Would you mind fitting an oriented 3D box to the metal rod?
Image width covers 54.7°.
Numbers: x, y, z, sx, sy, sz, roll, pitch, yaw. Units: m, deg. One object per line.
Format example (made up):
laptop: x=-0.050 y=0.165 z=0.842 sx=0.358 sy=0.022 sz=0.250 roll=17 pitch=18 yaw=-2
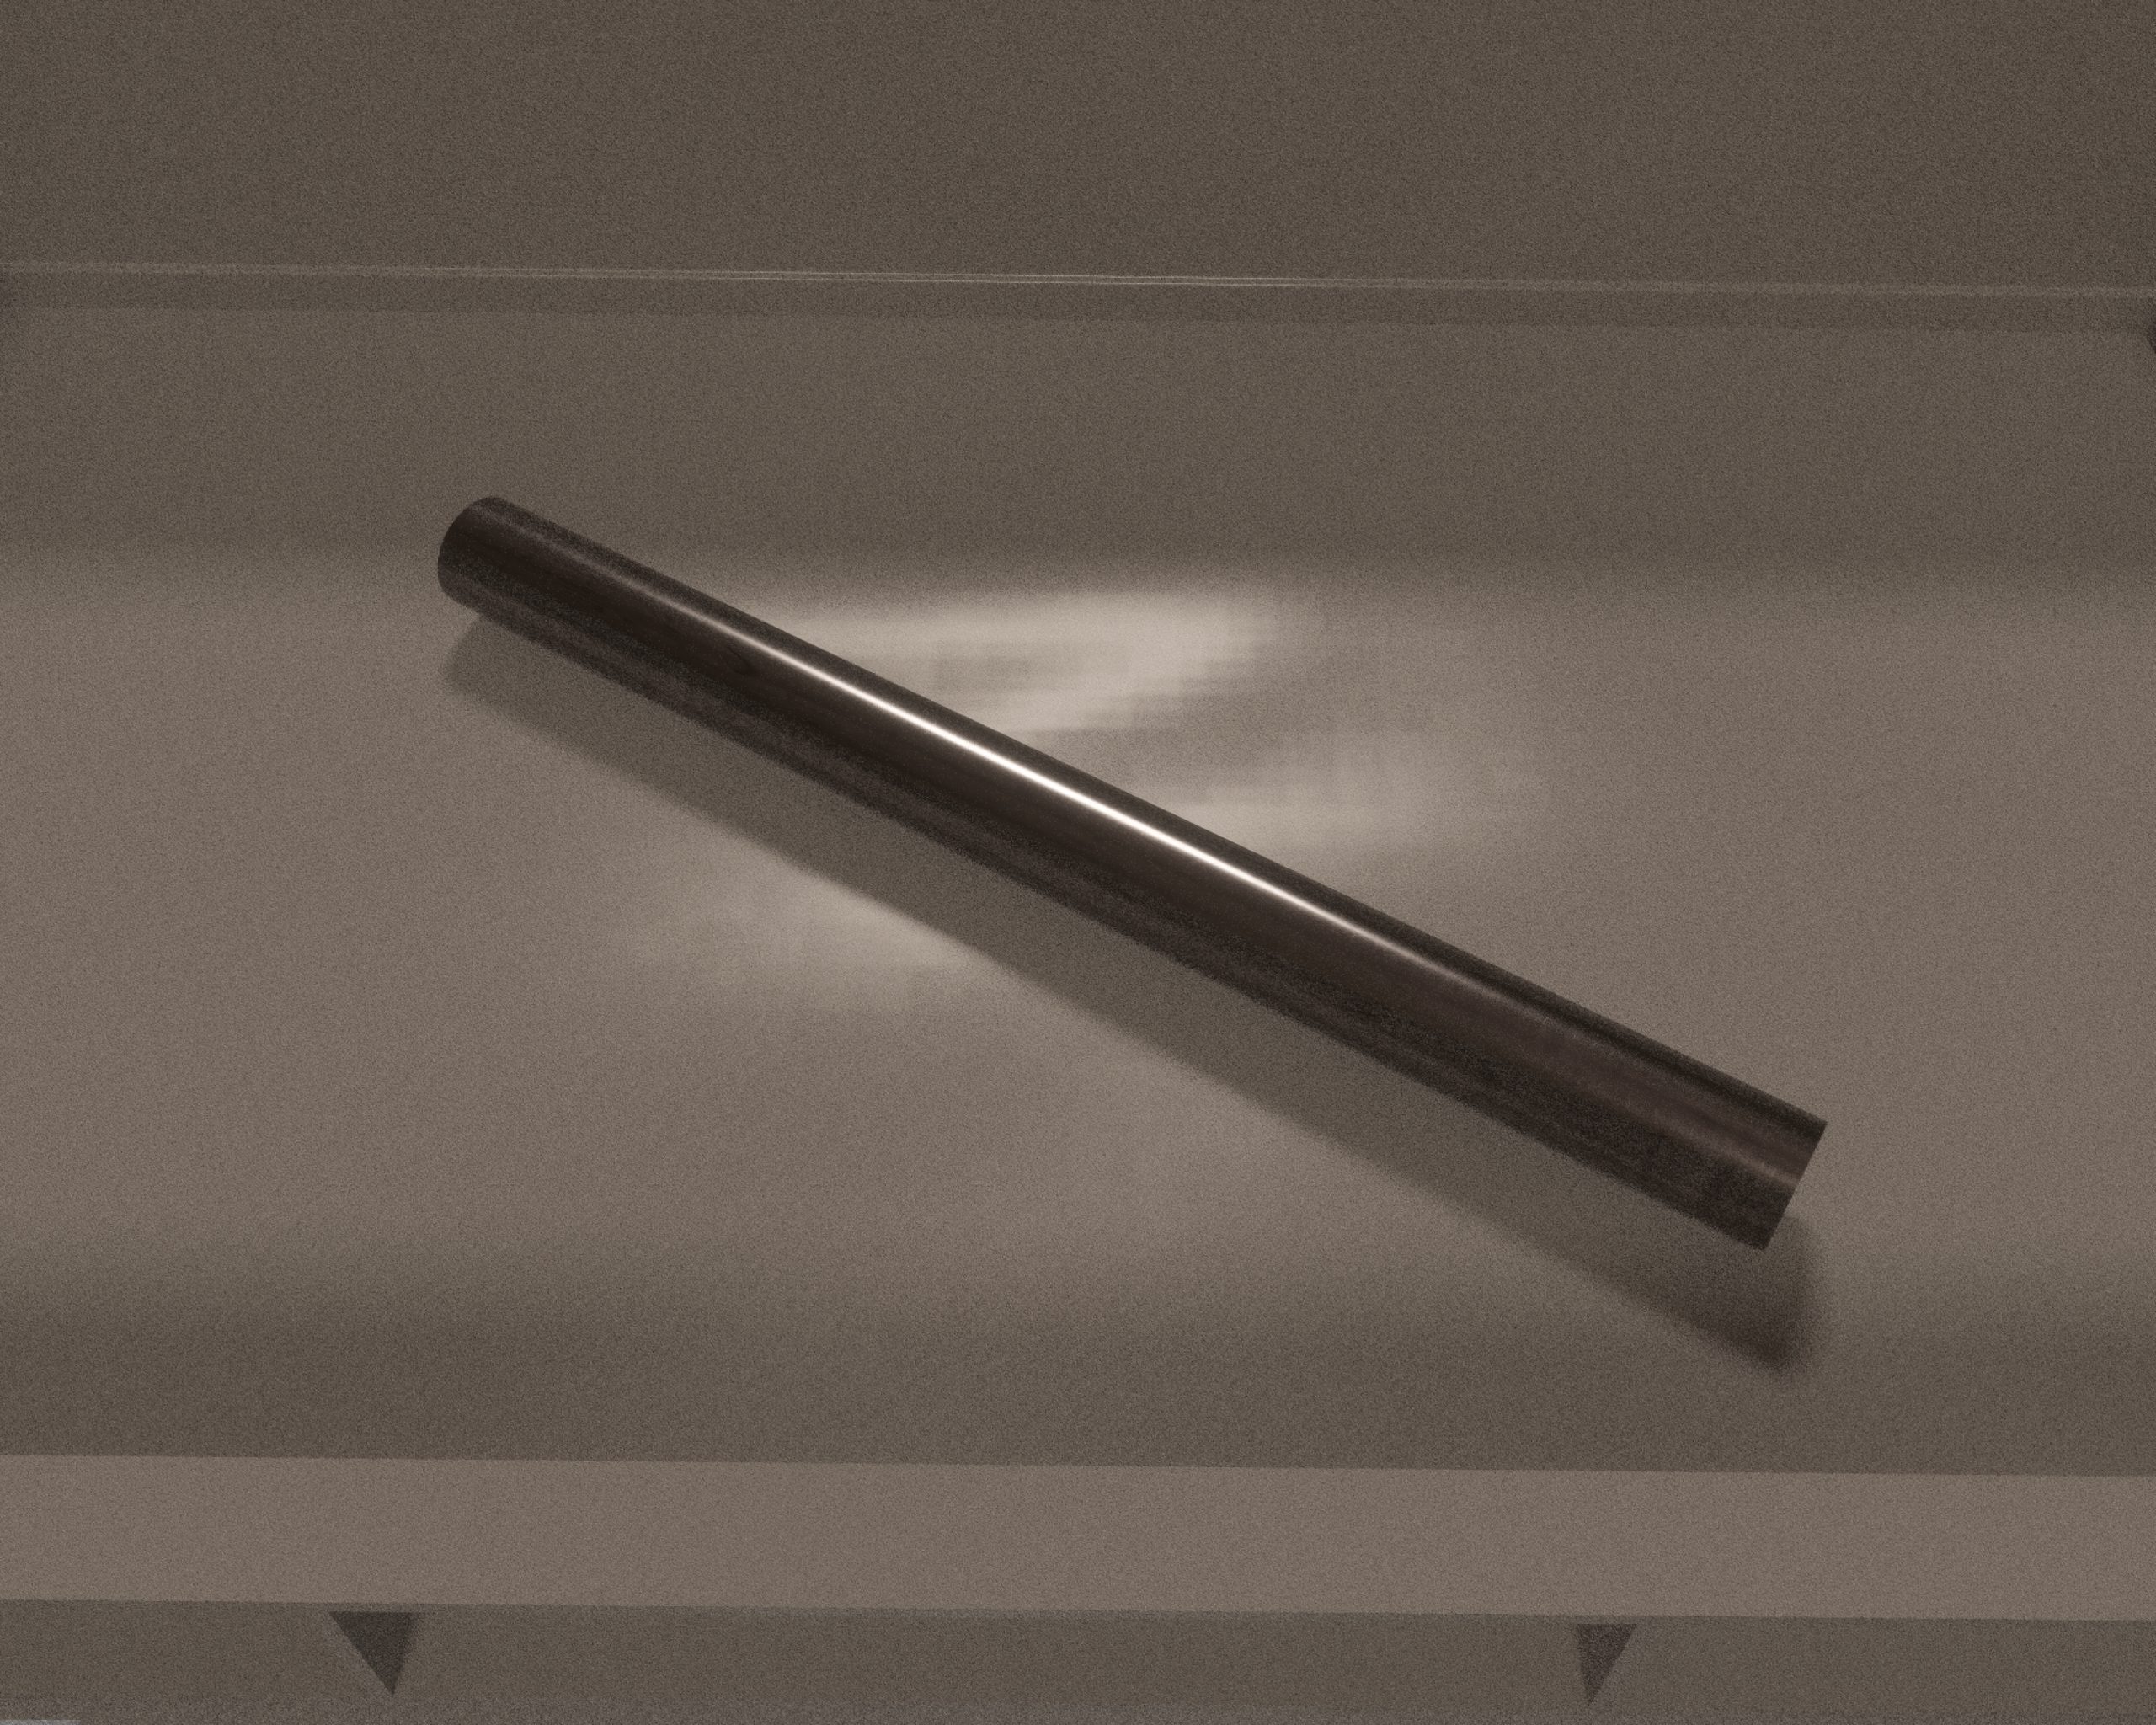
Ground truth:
metal rod: x=-0.004 y=-0.007 z=0.408 sx=0.301 sy=0.025 sz=0.025 roll=26 pitch=55 yaw=20
